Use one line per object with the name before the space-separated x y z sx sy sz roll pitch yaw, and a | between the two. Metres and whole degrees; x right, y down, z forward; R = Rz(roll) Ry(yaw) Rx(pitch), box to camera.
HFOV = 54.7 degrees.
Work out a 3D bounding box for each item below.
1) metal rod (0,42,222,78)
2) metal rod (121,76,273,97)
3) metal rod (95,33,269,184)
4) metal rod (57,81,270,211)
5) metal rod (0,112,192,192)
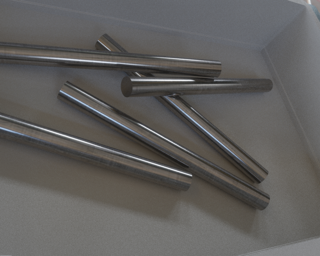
metal rod | -0.059 -0.087 0.402 0.303 0.025 0.025 0 62 -20
metal rod | 0.077 -0.063 0.464 0.302 0.025 0.025 -7 65 -39
metal rod | 0.032 -0.026 0.440 0.300 0.025 0.025 40 51 -1
metal rod | 0.012 0.028 0.396 0.301 0.025 0.025 30 52 -10
metal rod | -0.102 0.019 0.339 0.302 0.025 0.025 20 54 -17
